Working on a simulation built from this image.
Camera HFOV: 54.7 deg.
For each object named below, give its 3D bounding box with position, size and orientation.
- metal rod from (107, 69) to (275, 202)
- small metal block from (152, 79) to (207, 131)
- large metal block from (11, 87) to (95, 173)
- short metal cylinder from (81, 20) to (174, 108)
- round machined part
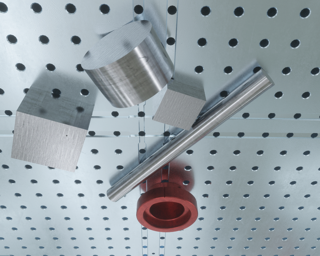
[{"bbox_3d":[0.025,0.024,0.432,0.025,0.025,0.299,35,122,-26],"label":"metal rod"},{"bbox_3d":[0.023,-0.029,0.388,0.050,0.025,0.050,16,128,-14],"label":"small metal block"},{"bbox_3d":[-0.137,0.004,0.397,0.081,0.050,0.079,16,128,-14],"label":"large metal block"},{"bbox_3d":[-0.032,-0.066,0.319,0.080,0.080,0.050,-21,127,16],"label":"short metal cylinder"},{"bbox_3d":[0.011,0.126,0.508,0.099,0.042,0.097,-1,130,0],"label":"round machined part"}]
